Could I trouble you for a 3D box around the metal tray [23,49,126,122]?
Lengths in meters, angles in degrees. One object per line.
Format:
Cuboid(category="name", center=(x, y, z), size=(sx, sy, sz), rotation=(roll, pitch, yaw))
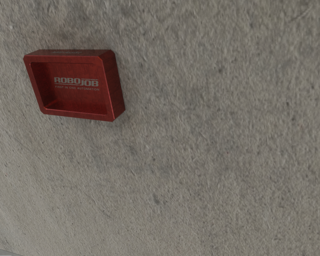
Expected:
Cuboid(category="metal tray", center=(-0.117, -0.060, 0.426), size=(0.130, 0.030, 0.089), rotation=(7, 122, 24))
